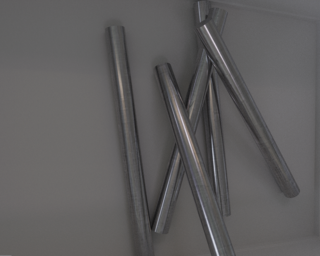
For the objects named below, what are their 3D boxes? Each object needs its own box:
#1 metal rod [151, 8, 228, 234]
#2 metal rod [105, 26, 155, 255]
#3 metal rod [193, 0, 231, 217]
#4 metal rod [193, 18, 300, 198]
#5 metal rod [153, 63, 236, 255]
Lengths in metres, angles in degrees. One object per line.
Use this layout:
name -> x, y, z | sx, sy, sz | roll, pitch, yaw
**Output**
metal rod -> 0.038, -0.009, 0.409 | 0.025, 0.025, 0.298 | 15, 91, -20
metal rod -> -0.038, 0.023, 0.396 | 0.025, 0.025, 0.298 | -8, 93, -20
metal rod -> 0.074, -0.025, 0.437 | 0.025, 0.025, 0.298 | -7, 92, -20
metal rod -> 0.129, -0.012, 0.428 | 0.025, 0.025, 0.299 | -42, 115, -15
metal rod -> 0.043, 0.054, 0.362 | 0.025, 0.025, 0.299 | -9, 68, -20
